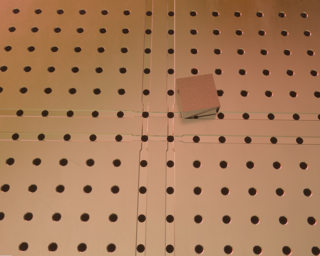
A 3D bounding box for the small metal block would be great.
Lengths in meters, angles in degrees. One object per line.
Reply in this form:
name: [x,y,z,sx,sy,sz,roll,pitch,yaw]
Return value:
small metal block: [0.051,-0.044,0.428,0.050,0.025,0.050,-9,70,-4]
